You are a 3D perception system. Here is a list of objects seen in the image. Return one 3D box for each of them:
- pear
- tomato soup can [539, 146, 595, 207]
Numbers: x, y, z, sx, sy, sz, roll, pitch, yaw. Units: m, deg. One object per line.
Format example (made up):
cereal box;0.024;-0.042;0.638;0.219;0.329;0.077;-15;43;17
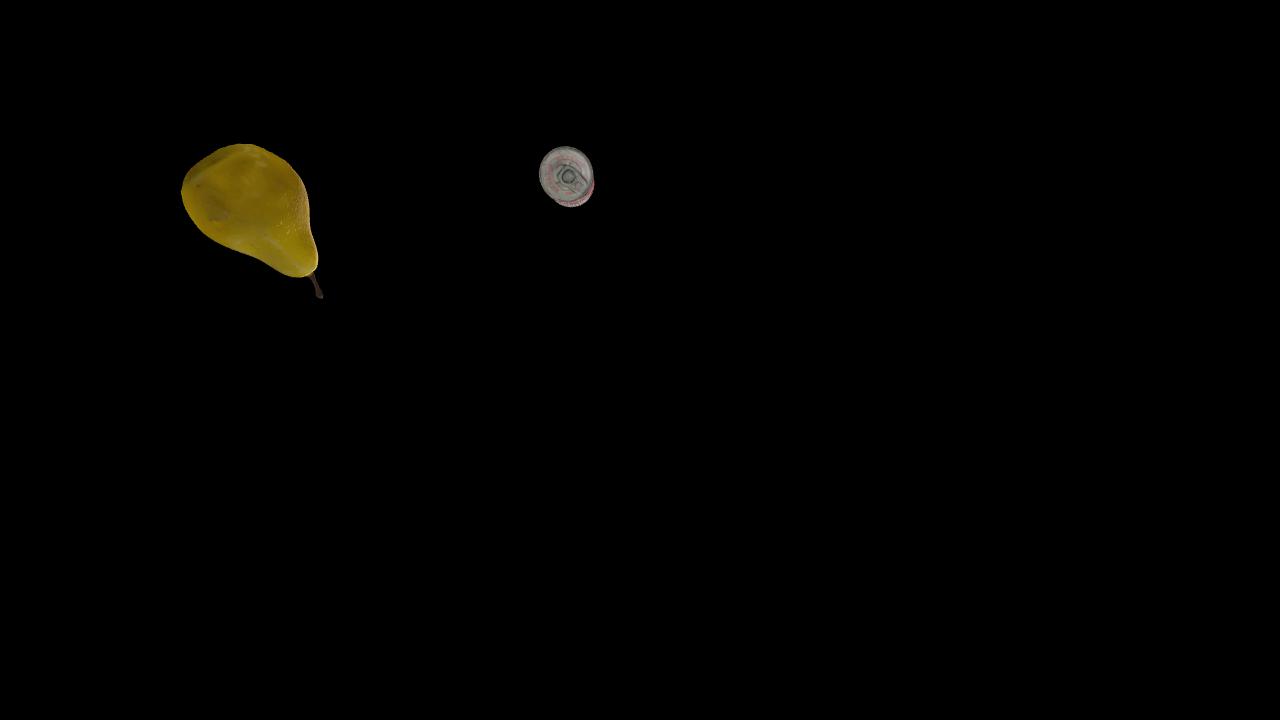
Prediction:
pear;-0.263;-0.096;0.443;0.080;0.080;0.111;0;-40;26
tomato soup can;-0.094;-0.237;0.807;0.068;0.068;0.101;0;10;-4
